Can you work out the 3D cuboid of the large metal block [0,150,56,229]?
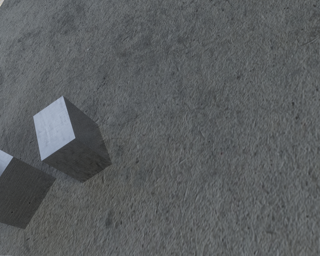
[{"bbox_3d":[-0.207,0.083,0.426,0.050,0.080,0.080,16,70,34],"label":"large metal block"}]

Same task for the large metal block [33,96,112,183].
[{"bbox_3d":[-0.118,0.017,0.420,0.050,0.080,0.080,-34,51,6],"label":"large metal block"}]
